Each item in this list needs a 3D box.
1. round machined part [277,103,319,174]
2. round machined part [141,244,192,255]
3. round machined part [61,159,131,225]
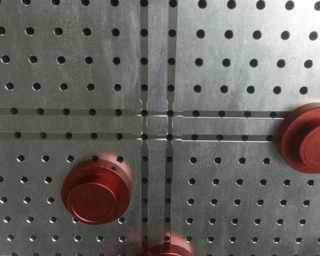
[{"bbox_3d":[0.212,0.019,0.413,0.099,0.042,0.097,0,110,0],"label":"round machined part"},{"bbox_3d":[0.011,0.238,0.492,0.099,0.042,0.097,0,110,0],"label":"round machined part"},{"bbox_3d":[-0.091,0.097,0.439,0.099,0.042,0.097,0,110,0],"label":"round machined part"}]
